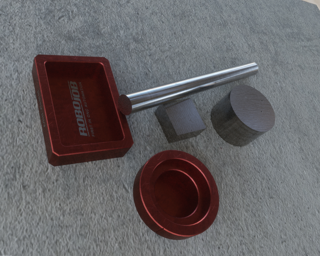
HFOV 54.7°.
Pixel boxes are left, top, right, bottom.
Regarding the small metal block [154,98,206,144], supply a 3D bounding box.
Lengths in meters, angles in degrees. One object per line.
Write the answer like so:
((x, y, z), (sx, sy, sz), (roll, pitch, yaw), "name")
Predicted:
((0.028, -0.011, 0.427), (0.050, 0.025, 0.050), (-12, 68, -34), "small metal block")

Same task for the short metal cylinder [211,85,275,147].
((0.125, -0.018, 0.469), (0.081, 0.050, 0.080), (14, 56, -21), "short metal cylinder")

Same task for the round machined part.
((0.015, 0.078, 0.355), (0.099, 0.042, 0.098), (14, 56, -21), "round machined part")

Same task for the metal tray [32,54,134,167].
((-0.093, -0.025, 0.366), (0.091, 0.030, 0.130), (-5, 64, -31), "metal tray")

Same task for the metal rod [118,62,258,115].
((0.063, -0.067, 0.461), (0.302, 0.025, 0.025), (-21, 73, -42), "metal rod")
